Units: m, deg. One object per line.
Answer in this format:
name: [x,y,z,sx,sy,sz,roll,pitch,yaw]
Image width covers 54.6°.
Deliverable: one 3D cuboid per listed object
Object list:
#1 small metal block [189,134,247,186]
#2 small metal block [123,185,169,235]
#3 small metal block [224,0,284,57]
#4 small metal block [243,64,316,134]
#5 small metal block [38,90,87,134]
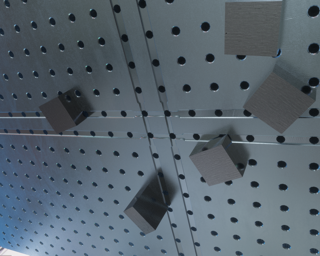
small metal block: [0.074,0.042,0.399,0.050,0.025,0.050,-25,105,37]
small metal block: [-0.021,0.128,0.486,0.050,0.050,0.025,48,129,-5]
small metal block: [0.091,-0.099,0.302,0.050,0.025,0.050,9,122,23]
small metal block: [0.125,-0.030,0.327,0.050,0.025,0.050,36,129,4]
small metal block: [-0.150,-0.024,0.476,0.050,0.025,0.050,-18,109,35]
